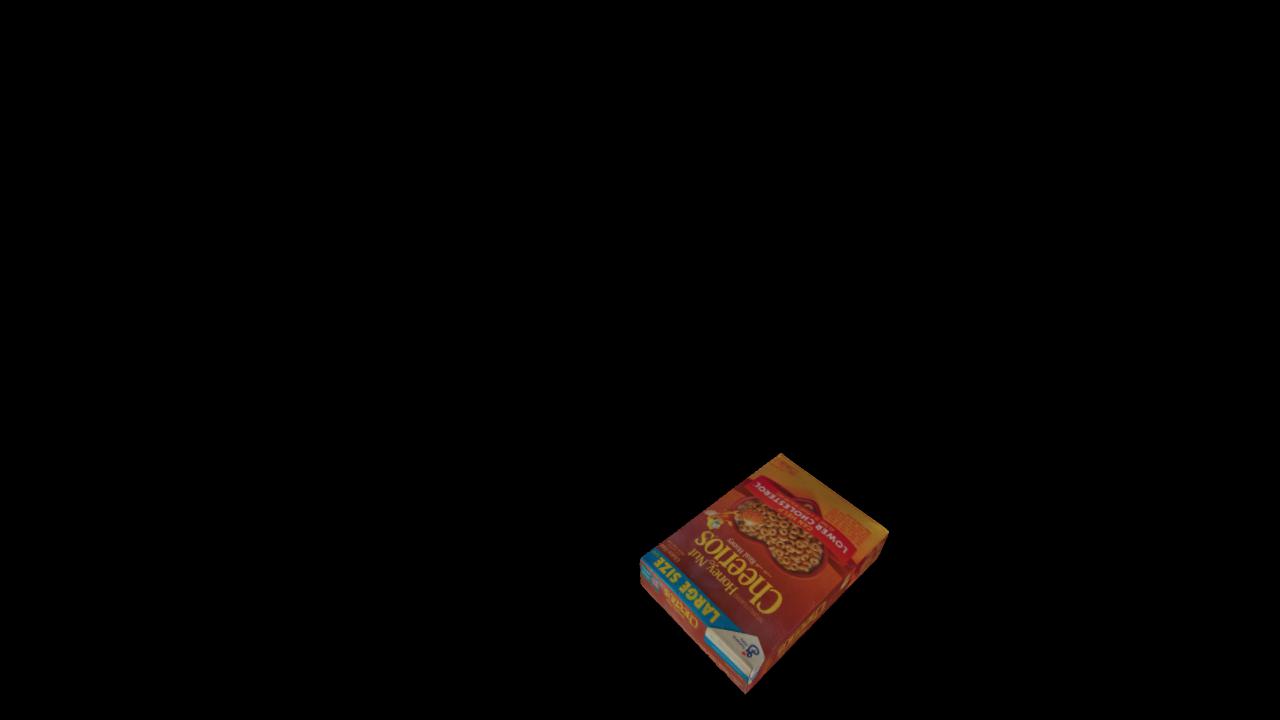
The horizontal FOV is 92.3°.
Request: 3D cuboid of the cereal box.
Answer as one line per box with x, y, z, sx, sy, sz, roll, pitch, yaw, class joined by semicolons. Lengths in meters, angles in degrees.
0.177;0.282;0.873;0.306;0.081;0.203;-27;47;-32;cereal box
